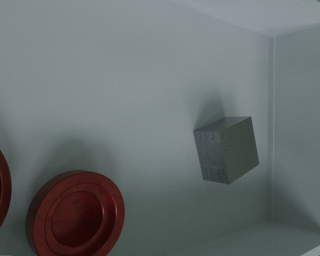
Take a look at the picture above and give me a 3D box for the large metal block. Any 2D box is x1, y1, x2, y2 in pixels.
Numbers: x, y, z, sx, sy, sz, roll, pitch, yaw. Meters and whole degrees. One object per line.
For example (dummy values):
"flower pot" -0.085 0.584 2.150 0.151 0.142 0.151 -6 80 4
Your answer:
"large metal block" 0.104 0.031 0.481 0.081 0.050 0.079 -22 104 -38

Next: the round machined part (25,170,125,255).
"round machined part" -0.089 0.092 0.322 0.099 0.042 0.097 0 90 -40

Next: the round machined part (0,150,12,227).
"round machined part" -0.167 0.049 0.237 0.098 0.042 0.097 -10 90 -74
